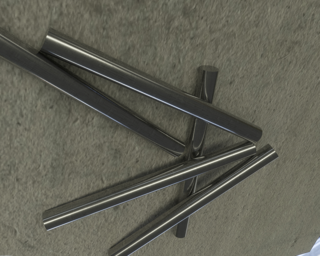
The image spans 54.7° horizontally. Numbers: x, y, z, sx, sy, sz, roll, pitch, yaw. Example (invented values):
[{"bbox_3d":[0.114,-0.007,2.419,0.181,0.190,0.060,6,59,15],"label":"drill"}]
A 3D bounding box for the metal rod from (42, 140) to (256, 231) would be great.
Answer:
[{"bbox_3d":[-0.007,0.075,0.428,0.302,0.025,0.025,-18,126,-10],"label":"metal rod"}]

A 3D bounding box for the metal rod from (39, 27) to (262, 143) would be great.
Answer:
[{"bbox_3d":[0.013,-0.038,0.368,0.302,0.025,0.025,21,107,-29],"label":"metal rod"}]

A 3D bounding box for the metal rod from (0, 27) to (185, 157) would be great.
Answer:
[{"bbox_3d":[-0.074,-0.033,0.347,0.301,0.025,0.025,32,100,-39],"label":"metal rod"}]

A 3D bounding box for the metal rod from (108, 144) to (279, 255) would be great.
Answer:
[{"bbox_3d":[0.046,0.119,0.475,0.300,0.025,0.025,-36,130,8],"label":"metal rod"}]

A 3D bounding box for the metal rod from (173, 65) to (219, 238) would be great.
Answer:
[{"bbox_3d":[0.049,0.053,0.468,0.025,0.025,0.298,-8,122,-25],"label":"metal rod"}]
